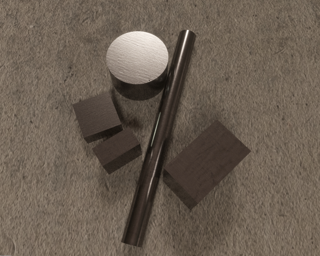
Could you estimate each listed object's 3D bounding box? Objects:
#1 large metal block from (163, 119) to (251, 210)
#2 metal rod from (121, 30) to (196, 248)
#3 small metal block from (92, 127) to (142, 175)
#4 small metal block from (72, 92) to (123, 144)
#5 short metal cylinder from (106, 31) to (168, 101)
[{"bbox_3d":[0.050,0.046,0.363,0.080,0.080,0.050,-41,76,-14],"label":"large metal block"},{"bbox_3d":[0.004,-0.001,0.408,0.025,0.025,0.299,14,70,4],"label":"metal rod"},{"bbox_3d":[-0.051,0.029,0.384,0.050,0.050,0.025,-31,73,-11],"label":"small metal block"},{"bbox_3d":[-0.082,-0.014,0.412,0.050,0.025,0.050,-21,72,-8],"label":"small metal block"},{"bbox_3d":[-0.029,-0.084,0.425,0.081,0.050,0.080,0,70,0],"label":"short metal cylinder"}]
